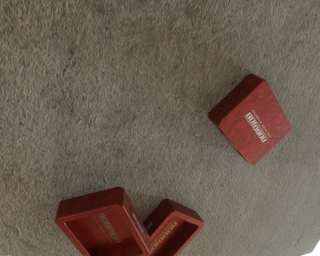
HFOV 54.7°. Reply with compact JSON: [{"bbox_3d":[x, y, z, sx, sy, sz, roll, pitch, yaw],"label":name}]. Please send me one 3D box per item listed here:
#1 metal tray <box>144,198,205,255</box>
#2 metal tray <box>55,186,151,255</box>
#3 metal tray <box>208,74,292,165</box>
[{"bbox_3d":[0.002,0.186,0.520,0.090,0.030,0.130,34,99,-39],"label":"metal tray"},{"bbox_3d":[-0.074,0.142,0.431,0.090,0.030,0.129,-15,128,6],"label":"metal tray"},{"bbox_3d":[0.141,-0.009,0.475,0.090,0.030,0.130,-44,129,2],"label":"metal tray"}]
